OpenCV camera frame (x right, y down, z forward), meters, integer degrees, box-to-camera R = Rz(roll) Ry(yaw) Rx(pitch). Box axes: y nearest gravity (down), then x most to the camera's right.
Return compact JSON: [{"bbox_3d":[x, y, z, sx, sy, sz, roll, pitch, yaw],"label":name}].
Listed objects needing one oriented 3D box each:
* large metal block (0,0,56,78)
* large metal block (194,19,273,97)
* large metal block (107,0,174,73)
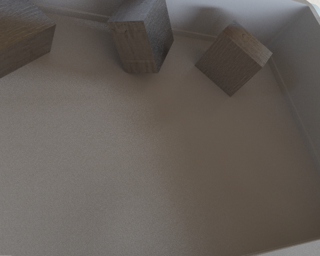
[{"bbox_3d":[-0.184,-0.116,0.361,0.080,0.050,0.080,43,51,1],"label":"large metal block"},{"bbox_3d":[0.117,-0.111,0.501,0.080,0.080,0.050,42,51,0],"label":"large metal block"},{"bbox_3d":[-0.023,-0.133,0.431,0.050,0.080,0.080,5,50,21],"label":"large metal block"}]
